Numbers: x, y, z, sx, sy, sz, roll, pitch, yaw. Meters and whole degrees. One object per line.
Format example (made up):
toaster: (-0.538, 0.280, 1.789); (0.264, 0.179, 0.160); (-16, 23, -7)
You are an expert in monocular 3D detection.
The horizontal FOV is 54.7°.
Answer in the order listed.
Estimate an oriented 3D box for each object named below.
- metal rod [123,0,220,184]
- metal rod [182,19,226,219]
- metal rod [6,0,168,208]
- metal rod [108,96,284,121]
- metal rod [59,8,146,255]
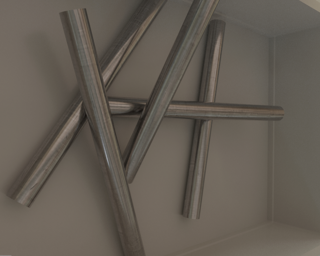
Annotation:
metal rod: (0.019, -0.071, 0.341); (0.025, 0.025, 0.298); (15, 107, -40)
metal rod: (0.067, -0.018, 0.465); (0.025, 0.025, 0.298); (15, 81, -39)
metal rod: (-0.068, -0.052, 0.350); (0.025, 0.025, 0.300); (43, 64, -32)
metal rod: (0.066, -0.024, 0.434); (0.303, 0.025, 0.025); (0, 90, -31)
metal rod: (-0.055, 0.029, 0.337); (0.025, 0.025, 0.298); (-26, 114, -37)
